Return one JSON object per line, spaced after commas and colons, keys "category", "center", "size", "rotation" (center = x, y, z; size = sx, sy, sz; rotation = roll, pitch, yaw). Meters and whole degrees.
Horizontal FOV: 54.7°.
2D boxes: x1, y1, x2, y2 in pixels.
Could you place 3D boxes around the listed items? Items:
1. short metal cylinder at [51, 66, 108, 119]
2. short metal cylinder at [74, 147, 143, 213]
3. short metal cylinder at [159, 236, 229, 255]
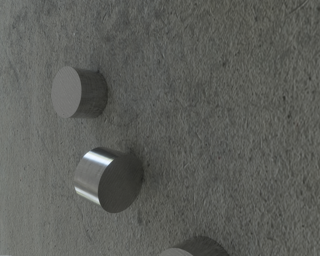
{"category": "short metal cylinder", "center": [-0.129, -0.055, 0.495], "size": [0.080, 0.050, 0.080], "rotation": [0, 90, 40]}
{"category": "short metal cylinder", "center": [-0.069, 0.070, 0.426], "size": [0.050, 0.081, 0.079], "rotation": [12, 98, 39]}
{"category": "short metal cylinder", "center": [0.039, 0.171, 0.356], "size": [0.080, 0.050, 0.080], "rotation": [0, 90, 40]}
